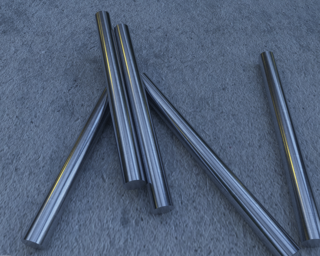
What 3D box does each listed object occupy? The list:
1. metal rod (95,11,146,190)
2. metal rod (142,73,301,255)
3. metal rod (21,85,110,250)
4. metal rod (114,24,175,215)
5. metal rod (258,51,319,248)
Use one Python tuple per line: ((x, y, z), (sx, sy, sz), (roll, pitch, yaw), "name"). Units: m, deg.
((-0.061, -0.059, 0.420), (0.025, 0.025, 0.299), (-10, 56, -8), "metal rod")
((0.049, 0.026, 0.381), (0.025, 0.025, 0.300), (-25, 55, -20), "metal rod")
((-0.088, 0.004, 0.398), (0.025, 0.025, 0.300), (11, 51, 9), "metal rod")
((-0.029, -0.034, 0.411), (0.025, 0.025, 0.299), (-9, 57, -8), "metal rod")
((0.163, 0.000, 0.404), (0.025, 0.025, 0.300), (3, 50, 2), "metal rod")
